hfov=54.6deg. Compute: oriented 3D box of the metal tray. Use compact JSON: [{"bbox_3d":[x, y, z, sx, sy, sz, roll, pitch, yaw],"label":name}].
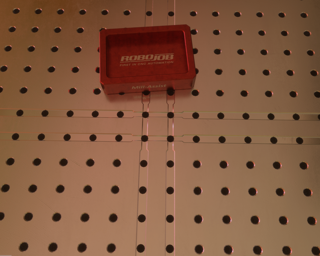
[{"bbox_3d":[-0.019,-0.099,0.445,0.131,0.030,0.090,-4,70,-2],"label":"metal tray"}]
